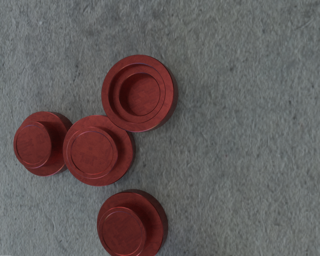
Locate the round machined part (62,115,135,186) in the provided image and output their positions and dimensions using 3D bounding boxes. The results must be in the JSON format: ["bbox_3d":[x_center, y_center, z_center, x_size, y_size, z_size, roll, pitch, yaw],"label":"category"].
[{"bbox_3d":[-0.085,0.031,0.418,0.099,0.042,0.097,0,92,7],"label":"round machined part"}]

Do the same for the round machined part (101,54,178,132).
[{"bbox_3d":[-0.023,-0.043,0.406,0.098,0.042,0.097,0,88,18],"label":"round machined part"}]

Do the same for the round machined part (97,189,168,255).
[{"bbox_3d":[-0.042,0.134,0.414,0.098,0.042,0.097,0,90,19],"label":"round machined part"}]

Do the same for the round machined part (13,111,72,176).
[{"bbox_3d":[-0.176,0.024,0.460,0.098,0.042,0.097,0,90,19],"label":"round machined part"}]
